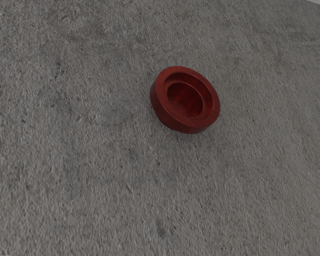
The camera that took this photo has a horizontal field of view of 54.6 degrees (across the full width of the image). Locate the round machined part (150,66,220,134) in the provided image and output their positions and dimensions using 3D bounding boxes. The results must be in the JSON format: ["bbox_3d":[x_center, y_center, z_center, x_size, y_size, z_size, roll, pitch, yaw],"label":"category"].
[{"bbox_3d":[0.031,-0.034,0.430,0.099,0.042,0.098,13,56,-21],"label":"round machined part"}]
